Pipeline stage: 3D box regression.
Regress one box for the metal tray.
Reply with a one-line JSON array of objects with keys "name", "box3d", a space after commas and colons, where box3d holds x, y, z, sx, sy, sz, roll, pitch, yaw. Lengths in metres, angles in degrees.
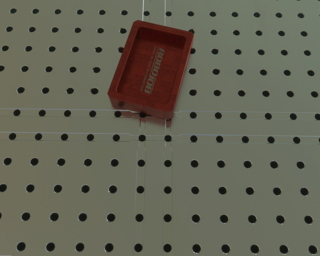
[{"name": "metal tray", "box3d": [-0.010, -0.084, 0.439, 0.090, 0.030, 0.130, 14, 70, 5]}]
